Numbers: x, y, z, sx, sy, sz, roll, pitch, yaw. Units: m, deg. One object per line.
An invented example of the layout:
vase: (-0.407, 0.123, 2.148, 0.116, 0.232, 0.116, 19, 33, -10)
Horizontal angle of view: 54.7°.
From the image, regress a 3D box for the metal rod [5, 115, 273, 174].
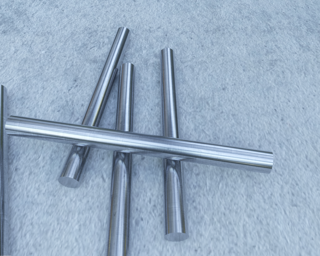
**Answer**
metal rod: (-0.028, 0.017, 0.354, 0.302, 0.025, 0.025, 8, 51, 6)

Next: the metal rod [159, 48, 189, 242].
metal rod: (0.014, -0.005, 0.407, 0.025, 0.025, 0.300, 0, 50, -1)

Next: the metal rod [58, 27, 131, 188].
metal rod: (-0.083, -0.052, 0.445, 0.025, 0.025, 0.300, 6, 50, 5)

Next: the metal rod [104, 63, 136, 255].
metal rod: (-0.045, 0.024, 0.382, 0.025, 0.025, 0.300, -1, 50, -1)

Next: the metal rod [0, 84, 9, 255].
metal rod: (-0.187, 0.056, 0.353, 0.025, 0.025, 0.299, -14, 51, -12)
